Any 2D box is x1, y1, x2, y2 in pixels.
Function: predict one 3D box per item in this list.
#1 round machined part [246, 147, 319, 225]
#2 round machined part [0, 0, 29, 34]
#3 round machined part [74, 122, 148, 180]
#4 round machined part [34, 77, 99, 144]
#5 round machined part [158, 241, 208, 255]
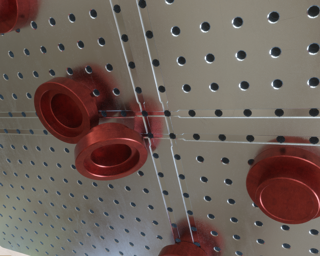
[{"bbox_3d":[0.151,0.074,0.366,0.098,0.042,0.097,13,124,21],"label":"round machined part"},{"bbox_3d":[-0.229,-0.175,0.414,0.098,0.042,0.097,13,124,21],"label":"round machined part"},{"bbox_3d":[-0.069,0.029,0.434,0.099,0.042,0.098,-11,141,-9],"label":"round machined part"},{"bbox_3d":[-0.130,-0.029,0.452,0.098,0.042,0.097,13,124,21],"label":"round machined part"},{"bbox_3d":[0.045,0.231,0.520,0.098,0.042,0.097,13,124,21],"label":"round machined part"}]
